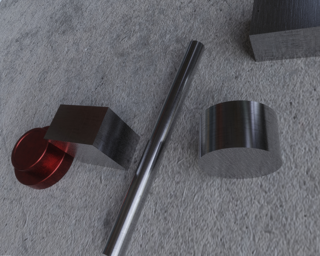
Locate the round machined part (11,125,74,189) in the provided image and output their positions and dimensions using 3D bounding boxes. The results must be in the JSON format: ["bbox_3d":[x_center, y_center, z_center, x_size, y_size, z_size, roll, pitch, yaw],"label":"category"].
[{"bbox_3d":[-0.180,0.038,0.461,0.098,0.042,0.098,-13,56,20],"label":"round machined part"}]

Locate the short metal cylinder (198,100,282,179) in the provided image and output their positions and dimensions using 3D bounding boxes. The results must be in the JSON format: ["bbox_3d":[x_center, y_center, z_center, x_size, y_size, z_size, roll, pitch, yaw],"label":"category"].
[{"bbox_3d":[0.080,0.015,0.317,0.080,0.080,0.050,-8,58,23],"label":"short metal cylinder"}]

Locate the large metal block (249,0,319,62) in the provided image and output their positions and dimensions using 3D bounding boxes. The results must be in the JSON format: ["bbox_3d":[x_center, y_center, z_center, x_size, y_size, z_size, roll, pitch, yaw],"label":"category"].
[{"bbox_3d":[0.161,-0.133,0.385,0.080,0.050,0.080,0,62,28],"label":"large metal block"}]

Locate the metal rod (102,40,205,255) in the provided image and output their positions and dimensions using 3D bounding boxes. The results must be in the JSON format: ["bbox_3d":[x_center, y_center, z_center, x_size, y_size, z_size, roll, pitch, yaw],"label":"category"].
[{"bbox_3d":[0.000,0.012,0.395,0.025,0.025,0.300,9,66,32],"label":"metal rod"}]

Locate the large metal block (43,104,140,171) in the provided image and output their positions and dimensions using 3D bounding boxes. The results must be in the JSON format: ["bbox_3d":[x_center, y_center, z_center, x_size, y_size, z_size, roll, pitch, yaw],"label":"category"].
[{"bbox_3d":[-0.086,0.013,0.404,0.080,0.080,0.050,5,64,30],"label":"large metal block"}]
